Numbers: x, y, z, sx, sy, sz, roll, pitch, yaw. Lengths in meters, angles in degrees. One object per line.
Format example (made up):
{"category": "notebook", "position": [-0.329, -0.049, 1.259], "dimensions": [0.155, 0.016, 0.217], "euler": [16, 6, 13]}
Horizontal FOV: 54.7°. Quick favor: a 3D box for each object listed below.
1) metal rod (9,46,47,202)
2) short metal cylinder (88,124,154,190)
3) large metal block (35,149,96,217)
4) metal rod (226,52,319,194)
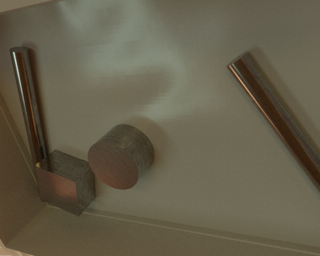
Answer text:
{"category": "metal rod", "position": [-0.211, 0.012, 0.524], "dimensions": [0.025, 0.025, 0.298], "euler": [17, 125, 18]}
{"category": "short metal cylinder", "position": [-0.055, 0.041, 0.446], "dimensions": [0.080, 0.050, 0.079], "euler": [13, 124, 20]}
{"category": "large metal block", "position": [-0.160, 0.094, 0.532], "dimensions": [0.080, 0.050, 0.079], "euler": [17, 125, 17]}
{"category": "metal rod", "position": [0.172, 0.044, 0.344], "dimensions": [0.025, 0.025, 0.300], "euler": [-32, 101, 38]}
